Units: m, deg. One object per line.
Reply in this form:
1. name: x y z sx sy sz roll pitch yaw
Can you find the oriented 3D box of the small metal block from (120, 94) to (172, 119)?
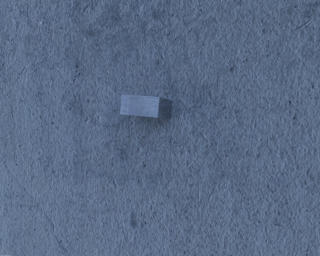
1. small metal block: -0.017 -0.027 0.401 0.050 0.050 0.025 6 92 19
